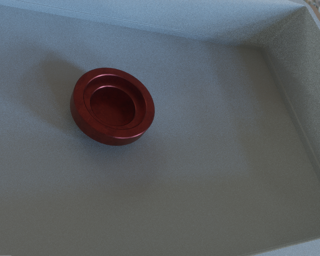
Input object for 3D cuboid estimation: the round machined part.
[{"bbox_3d":[-0.060,-0.022,0.377,0.099,0.042,0.098,14,56,-21],"label":"round machined part"}]
